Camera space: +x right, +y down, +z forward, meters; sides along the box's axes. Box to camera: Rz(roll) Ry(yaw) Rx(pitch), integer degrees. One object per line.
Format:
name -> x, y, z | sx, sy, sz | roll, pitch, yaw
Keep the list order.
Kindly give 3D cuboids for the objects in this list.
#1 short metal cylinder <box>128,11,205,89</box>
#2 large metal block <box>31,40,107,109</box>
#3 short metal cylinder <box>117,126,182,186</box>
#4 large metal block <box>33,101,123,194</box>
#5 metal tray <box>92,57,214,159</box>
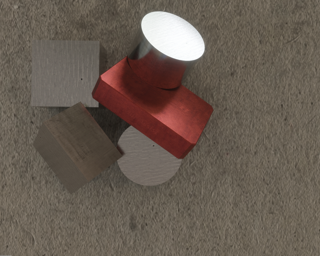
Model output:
short metal cylinder -> 0.007, -0.095, 0.379 | 0.081, 0.050, 0.080 | 14, 53, -18
large metal block -> -0.113, -0.065, 0.396 | 0.081, 0.050, 0.080 | 1, 90, 0
short metal cylinder -> -0.013, 0.030, 0.399 | 0.081, 0.050, 0.080 | 0, 90, 0
large metal block -> -0.103, 0.027, 0.376 | 0.050, 0.080, 0.080 | -38, 91, -36
metal tray -> -0.005, -0.032, 0.380 | 0.130, 0.090, 0.030 | 36, 130, 0
